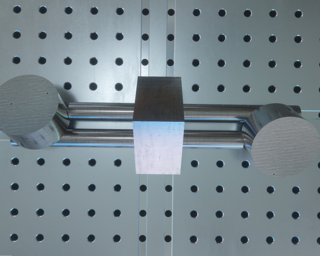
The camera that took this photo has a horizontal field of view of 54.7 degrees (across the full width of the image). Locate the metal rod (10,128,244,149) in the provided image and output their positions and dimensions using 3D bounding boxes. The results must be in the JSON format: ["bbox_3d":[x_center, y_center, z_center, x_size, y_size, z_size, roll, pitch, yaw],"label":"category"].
[{"bbox_3d":[-0.042,0.014,0.412,0.302,0.025,0.025,1,90,0],"label":"metal rod"}]

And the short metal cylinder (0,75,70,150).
[{"bbox_3d":[-0.159,-0.019,0.385,0.081,0.050,0.080,0,67,-1],"label":"short metal cylinder"}]

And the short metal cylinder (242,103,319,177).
[{"bbox_3d":[0.148,0.014,0.389,0.081,0.050,0.079,0,112,0],"label":"short metal cylinder"}]

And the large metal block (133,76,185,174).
[{"bbox_3d":[-0.001,-0.004,0.356,0.050,0.080,0.079,1,132,0],"label":"large metal block"}]

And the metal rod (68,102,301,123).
[{"bbox_3d":[0.032,-0.020,0.413,0.302,0.025,0.025,1,90,0],"label":"metal rod"}]
